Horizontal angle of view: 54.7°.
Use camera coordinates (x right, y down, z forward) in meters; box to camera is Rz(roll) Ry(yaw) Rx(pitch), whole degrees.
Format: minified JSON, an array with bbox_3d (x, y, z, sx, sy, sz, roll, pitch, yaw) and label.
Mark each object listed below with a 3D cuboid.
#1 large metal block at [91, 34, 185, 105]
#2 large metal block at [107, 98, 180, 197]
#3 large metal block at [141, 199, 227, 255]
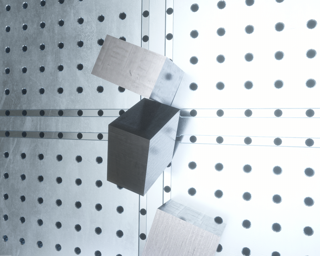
[{"bbox_3d":[-0.024,-0.069,0.390,0.080,0.080,0.050,25,95,18],"label":"large metal block"},{"bbox_3d":[-0.019,0.020,0.375,0.050,0.080,0.079,20,124,18],"label":"large metal block"},{"bbox_3d":[0.029,0.147,0.389,0.080,0.050,0.080,20,97,18],"label":"large metal block"}]
